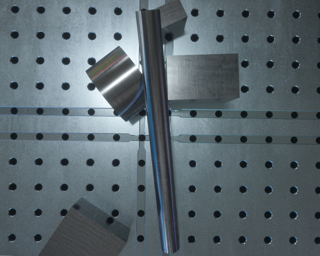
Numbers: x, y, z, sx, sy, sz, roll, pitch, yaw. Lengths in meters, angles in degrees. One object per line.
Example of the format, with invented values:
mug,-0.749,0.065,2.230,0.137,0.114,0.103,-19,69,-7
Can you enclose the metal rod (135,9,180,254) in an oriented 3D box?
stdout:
metal rod,0.001,0.020,0.366,0.025,0.025,0.298,-6,109,0

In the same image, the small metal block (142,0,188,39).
small metal block,0.005,-0.137,0.401,0.050,0.050,0.025,-25,90,0

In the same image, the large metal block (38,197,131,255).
large metal block,-0.096,0.150,0.400,0.080,0.050,0.080,34,90,-1

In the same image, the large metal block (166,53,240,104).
large metal block,0.048,-0.058,0.387,0.081,0.080,0.050,-2,90,-1

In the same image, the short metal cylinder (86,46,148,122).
short metal cylinder,-0.046,-0.054,0.385,0.050,0.080,0.080,-38,90,0
